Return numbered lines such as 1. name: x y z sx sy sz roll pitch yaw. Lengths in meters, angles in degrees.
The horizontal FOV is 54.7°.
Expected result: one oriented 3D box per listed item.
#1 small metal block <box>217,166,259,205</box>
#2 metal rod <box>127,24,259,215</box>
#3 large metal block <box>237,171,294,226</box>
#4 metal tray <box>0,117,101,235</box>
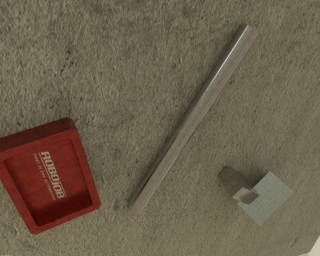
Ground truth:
1. small metal block: 0.131 0.097 0.523 0.050 0.050 0.025 28 111 -38
2. metal rod: 0.038 -0.003 0.427 0.025 0.025 0.299 22 106 -37
3. large metal block: 0.191 0.128 0.558 0.080 0.050 0.080 -47 155 4
4. metal tray: -0.130 0.060 0.370 0.091 0.030 0.129 -20 126 -17
